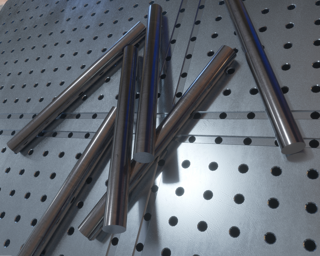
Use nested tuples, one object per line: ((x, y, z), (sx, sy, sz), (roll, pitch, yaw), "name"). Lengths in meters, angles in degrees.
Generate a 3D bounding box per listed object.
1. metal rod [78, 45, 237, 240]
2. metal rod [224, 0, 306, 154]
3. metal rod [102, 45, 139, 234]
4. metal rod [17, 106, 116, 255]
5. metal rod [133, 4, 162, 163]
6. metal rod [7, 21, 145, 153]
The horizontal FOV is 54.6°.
((0.002, 0.012, 0.400), (0.025, 0.025, 0.300), (31, 79, 38), "metal rod")
((0.122, -0.102, 0.406), (0.025, 0.025, 0.300), (-19, 54, 17), "metal rod")
((-0.048, -0.010, 0.418), (0.025, 0.025, 0.300), (-16, 48, 19), "metal rod")
((-0.132, 0.101, 0.417), (0.025, 0.025, 0.300), (19, 72, 35), "metal rod")
((-0.014, -0.085, 0.450), (0.025, 0.025, 0.300), (-14, 50, 21), "metal rod")
((-0.137, -0.069, 0.524), (0.300, 0.025, 0.025), (-43, 51, -2), "metal rod")
